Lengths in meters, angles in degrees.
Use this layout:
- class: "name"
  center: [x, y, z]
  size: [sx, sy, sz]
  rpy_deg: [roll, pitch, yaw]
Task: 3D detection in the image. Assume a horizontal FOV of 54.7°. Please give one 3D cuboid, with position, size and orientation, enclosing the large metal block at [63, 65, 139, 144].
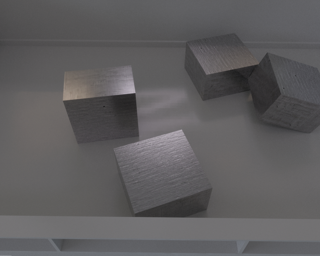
- class: "large metal block"
  center: [-0.071, -0.028, 0.393]
  size: [0.081, 0.080, 0.050]
  rpy_deg: [-7, 51, -6]

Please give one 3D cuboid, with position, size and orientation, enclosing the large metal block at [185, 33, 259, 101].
- class: "large metal block"
  center: [0.090, -0.094, 0.468]
  size: [0.081, 0.050, 0.080]
  rpy_deg: [-13, 51, -11]

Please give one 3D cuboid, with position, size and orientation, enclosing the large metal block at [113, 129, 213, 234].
- class: "large metal block"
  center: [0.001, 0.057, 0.341]
  size: [0.081, 0.050, 0.080]
  rpy_deg: [-15, 52, -13]

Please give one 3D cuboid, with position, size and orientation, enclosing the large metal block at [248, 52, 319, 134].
- class: "large metal block"
  center: [0.172, -0.047, 0.414]
  size: [0.081, 0.050, 0.080]
  rpy_deg: [13, 49, -14]
